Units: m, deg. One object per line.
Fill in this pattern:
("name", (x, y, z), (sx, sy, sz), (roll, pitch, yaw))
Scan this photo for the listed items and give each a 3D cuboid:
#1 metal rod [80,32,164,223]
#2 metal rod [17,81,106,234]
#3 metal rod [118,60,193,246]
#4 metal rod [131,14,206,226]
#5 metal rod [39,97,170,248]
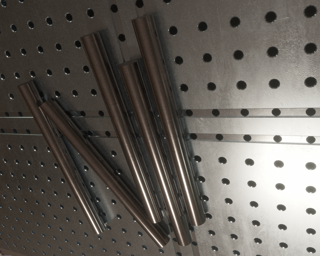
("metal rod", (-0.047, 0.015, 0.443), (0.025, 0.025, 0.298), (-3, 117, 29))
("metal rod", (-0.160, 0.062, 0.531), (0.025, 0.025, 0.298), (-6, 116, 30))
("metal rod", (0.000, 0.051, 0.440), (0.025, 0.025, 0.298), (-3, 117, 29))
("metal rod", (0.018, 0.007, 0.404), (0.025, 0.025, 0.298), (-2, 118, 29))
("metal rod", (-0.084, 0.077, 0.500), (0.025, 0.025, 0.300), (-31, 102, 37))
